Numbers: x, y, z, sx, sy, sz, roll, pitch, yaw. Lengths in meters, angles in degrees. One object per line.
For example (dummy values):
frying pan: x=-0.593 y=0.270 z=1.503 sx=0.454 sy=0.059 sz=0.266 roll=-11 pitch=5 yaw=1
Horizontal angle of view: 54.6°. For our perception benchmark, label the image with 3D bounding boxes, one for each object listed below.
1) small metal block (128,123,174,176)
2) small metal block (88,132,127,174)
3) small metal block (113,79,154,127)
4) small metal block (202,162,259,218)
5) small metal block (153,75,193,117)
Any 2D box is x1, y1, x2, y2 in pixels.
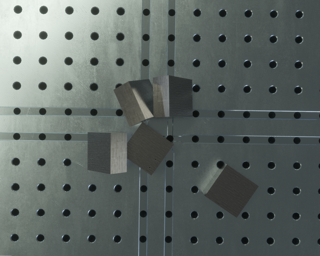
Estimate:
small metal block: x=-0.017 y=0.027 z=0.413 sx=0.050 sy=0.025 sz=0.050 roll=36 pitch=90 yaw=0
small metal block: x=-0.068 y=0.031 z=0.399 sx=0.050 sy=0.025 sz=0.050 roll=1 pitch=90 yaw=44
small metal block: x=-0.026 y=-0.033 z=0.398 sx=0.025 sy=0.050 sz=0.050 roll=-24 pitch=89 yaw=30
small metal block: x=0.093 y=0.082 z=0.414 sx=0.050 sy=0.025 sz=0.050 roll=35 pitch=90 yaw=0
small metal block: x=0.017 y=-0.039 z=0.399 sx=0.025 sy=0.050 sz=0.050 roll=-1 pitch=90 yaw=40
